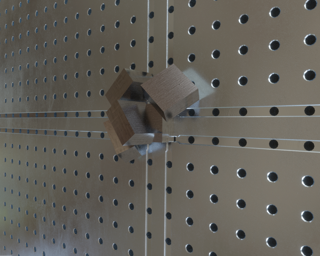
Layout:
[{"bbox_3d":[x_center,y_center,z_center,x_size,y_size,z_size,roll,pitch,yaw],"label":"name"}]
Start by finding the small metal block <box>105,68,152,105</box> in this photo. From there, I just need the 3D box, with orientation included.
[{"bbox_3d":[-0.038,-0.052,0.426,0.050,0.050,0.025,-48,61,29],"label":"small metal block"}]

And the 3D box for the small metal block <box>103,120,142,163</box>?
[{"bbox_3d":[-0.052,0.016,0.433,0.025,0.050,0.050,-26,69,-2],"label":"small metal block"}]

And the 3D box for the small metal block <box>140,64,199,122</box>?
[{"bbox_3d":[0.013,-0.044,0.382,0.050,0.025,0.050,-35,61,-9],"label":"small metal block"}]

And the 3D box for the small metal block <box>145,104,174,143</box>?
[{"bbox_3d":[-0.009,-0.007,0.417,0.050,0.025,0.050,1,90,39],"label":"small metal block"}]

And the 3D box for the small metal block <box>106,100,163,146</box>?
[{"bbox_3d":[-0.032,-0.006,0.388,0.025,0.050,0.050,-43,65,31],"label":"small metal block"}]
